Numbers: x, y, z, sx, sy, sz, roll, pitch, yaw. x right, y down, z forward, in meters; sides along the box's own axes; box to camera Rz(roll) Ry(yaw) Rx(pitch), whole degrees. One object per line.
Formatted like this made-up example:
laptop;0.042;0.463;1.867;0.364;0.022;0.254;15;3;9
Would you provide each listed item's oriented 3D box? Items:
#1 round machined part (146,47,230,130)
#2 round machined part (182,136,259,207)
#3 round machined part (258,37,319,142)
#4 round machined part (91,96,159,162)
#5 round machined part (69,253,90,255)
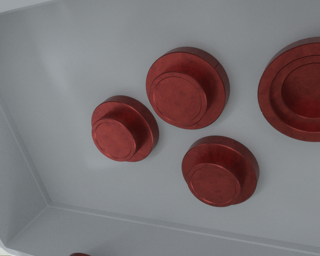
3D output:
round machined part;0.027;-0.040;0.358;0.098;0.042;0.097;13;124;20
round machined part;0.073;0.062;0.397;0.098;0.042;0.097;13;124;20
round machined part;0.147;-0.039;0.296;0.098;0.042;0.097;13;124;20
round machined part;-0.055;0.008;0.430;0.098;0.042;0.097;13;124;20
round machined part;-0.104;0.229;0.440;0.098;0.042;0.097;13;124;20
